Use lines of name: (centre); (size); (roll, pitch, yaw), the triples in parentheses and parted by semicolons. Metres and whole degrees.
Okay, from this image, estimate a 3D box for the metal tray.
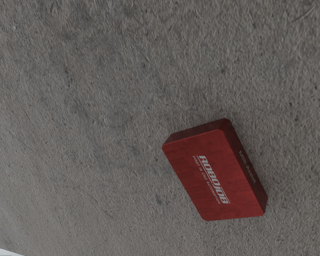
metal tray: (0.072, 0.059, 0.403); (0.090, 0.030, 0.130); (-18, 109, 35)
